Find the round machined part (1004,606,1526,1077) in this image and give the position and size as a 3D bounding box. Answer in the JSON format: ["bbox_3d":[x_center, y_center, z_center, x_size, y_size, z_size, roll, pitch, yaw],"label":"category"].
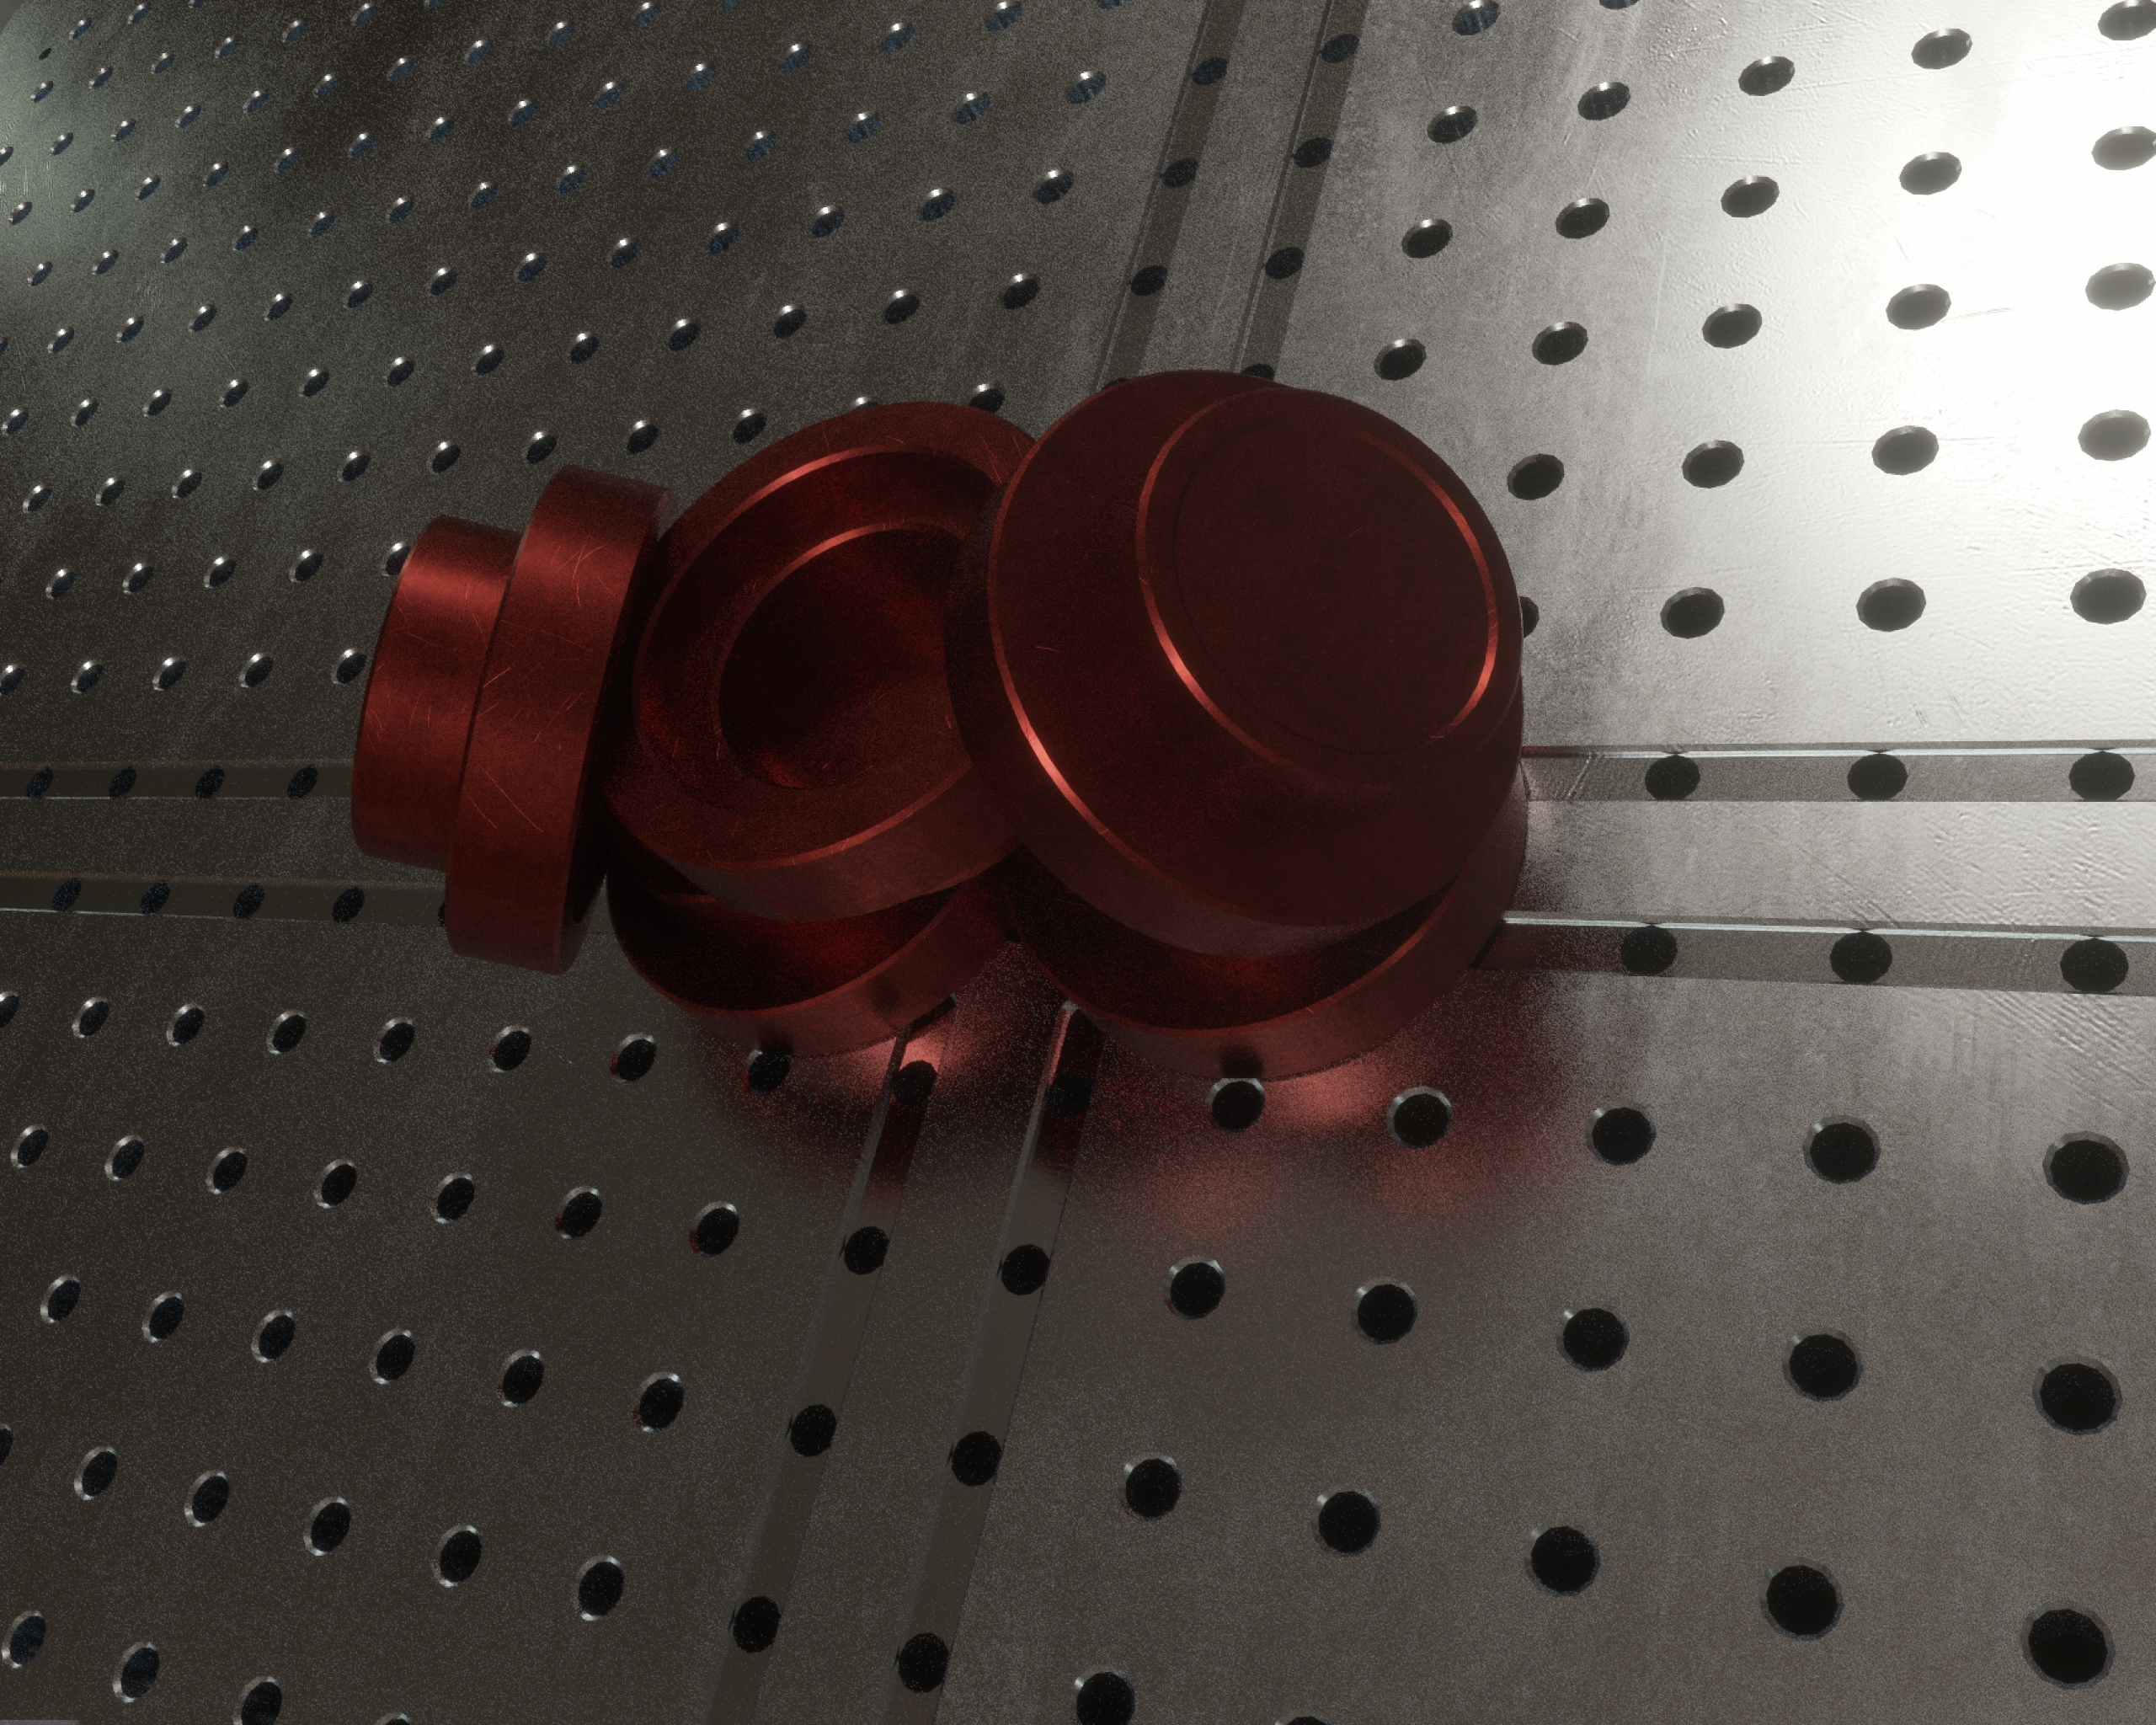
[{"bbox_3d":[0.030,-0.013,0.388,0.098,0.042,0.098,-13,56,20],"label":"round machined part"}]

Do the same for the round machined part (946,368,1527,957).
[{"bbox_3d":[0.032,-0.037,0.337,0.042,0.099,0.098,-37,35,59],"label":"round machined part"}]

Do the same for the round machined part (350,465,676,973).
[{"bbox_3d":[-0.110,-0.030,0.406,0.042,0.098,0.098,13,62,-8],"label":"round machined part"}]

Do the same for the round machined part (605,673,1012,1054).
[{"bbox_3d":[-0.057,-0.013,0.433,0.098,0.042,0.098,-13,56,20],"label":"round machined part"}]

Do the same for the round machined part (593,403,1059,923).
[{"bbox_3d":[-0.036,-0.032,0.379,0.098,0.042,0.098,-13,56,20],"label":"round machined part"}]
